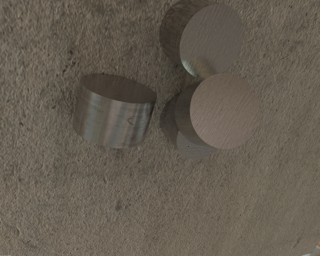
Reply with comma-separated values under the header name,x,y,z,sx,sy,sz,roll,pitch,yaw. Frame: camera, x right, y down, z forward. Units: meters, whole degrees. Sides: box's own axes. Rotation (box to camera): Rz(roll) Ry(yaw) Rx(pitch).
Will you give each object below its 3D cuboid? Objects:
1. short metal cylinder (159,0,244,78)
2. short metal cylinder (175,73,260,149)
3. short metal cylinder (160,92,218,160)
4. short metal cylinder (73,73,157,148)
name,x,y,z,sx,sy,sz,roll,pitch,yaw
short metal cylinder,0.046,-0.103,0.352,0.081,0.050,0.079,-14,124,-21
short metal cylinder,0.063,-0.018,0.348,0.081,0.050,0.080,0,90,-15
short metal cylinder,0.047,-0.005,0.413,0.081,0.050,0.079,-14,124,-21
short metal cylinder,-0.049,-0.020,0.332,0.081,0.080,0.050,3,117,-30
